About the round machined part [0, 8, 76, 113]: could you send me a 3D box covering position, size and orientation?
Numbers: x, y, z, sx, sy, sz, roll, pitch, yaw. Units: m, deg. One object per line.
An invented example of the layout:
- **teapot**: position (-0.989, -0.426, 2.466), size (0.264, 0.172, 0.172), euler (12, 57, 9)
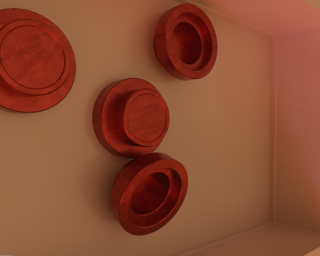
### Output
- **round machined part**: position (-0.125, -0.063, 0.291), size (0.099, 0.042, 0.097), euler (0, 90, -40)

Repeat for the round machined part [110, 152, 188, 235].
- **round machined part**: position (-0.017, 0.073, 0.369), size (0.099, 0.042, 0.097), euler (-18, 120, -34)

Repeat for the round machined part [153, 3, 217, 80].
- **round machined part**: position (0.030, -0.113, 0.420), size (0.099, 0.042, 0.097), euler (0, 90, -40)

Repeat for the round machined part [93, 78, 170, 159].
- **round machined part**: position (-0.027, -0.012, 0.373), size (0.099, 0.042, 0.097), euler (0, 90, -40)
